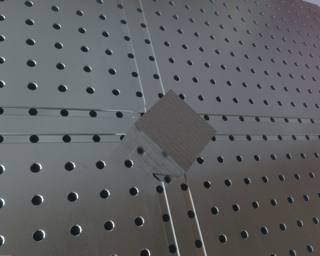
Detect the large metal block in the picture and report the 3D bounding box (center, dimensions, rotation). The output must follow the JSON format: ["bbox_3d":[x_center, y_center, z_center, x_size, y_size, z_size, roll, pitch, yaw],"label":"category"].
[{"bbox_3d":[0.011,0.011,0.391,0.080,0.050,0.080,43,51,1],"label":"large metal block"}]
